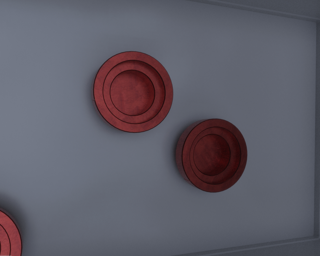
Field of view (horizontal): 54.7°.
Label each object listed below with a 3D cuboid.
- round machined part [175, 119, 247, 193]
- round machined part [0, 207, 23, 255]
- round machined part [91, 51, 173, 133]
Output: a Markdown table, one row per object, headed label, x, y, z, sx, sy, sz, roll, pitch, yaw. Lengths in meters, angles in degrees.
| label | x | y | z | sx | sy | sz | roll | pitch | yaw |
| --- | --- | --- | --- | --- | --- | --- | --- | --- | --- |
| round machined part | 0.066 | 0.036 | 0.426 | 0.099 | 0.042 | 0.097 | 0 | 90 | -20 |
| round machined part | -0.197 | 0.128 | 0.324 | 0.099 | 0.042 | 0.098 | 4 | 79 | -21 |
| round machined part | -0.037 | -0.043 | 0.388 | 0.099 | 0.042 | 0.097 | 0 | 90 | -20 |
